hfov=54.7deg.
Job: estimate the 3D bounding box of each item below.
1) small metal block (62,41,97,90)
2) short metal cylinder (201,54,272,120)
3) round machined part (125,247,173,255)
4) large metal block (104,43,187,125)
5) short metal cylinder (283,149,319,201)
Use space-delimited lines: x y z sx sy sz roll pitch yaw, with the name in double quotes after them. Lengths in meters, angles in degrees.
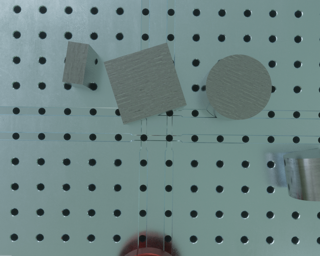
-0.102 -0.079 0.400 0.025 0.050 0.050 9 90 0 "small metal block"
0.096 -0.050 0.401 0.081 0.050 0.079 0 90 0 "short metal cylinder"
-0.015 0.204 0.405 0.099 0.042 0.097 0 90 0 "round machined part"
-0.018 -0.054 0.401 0.080 0.050 0.080 -17 90 0 "large metal block"
0.200 0.056 0.387 0.080 0.080 0.050 -8 90 0 "short metal cylinder"
